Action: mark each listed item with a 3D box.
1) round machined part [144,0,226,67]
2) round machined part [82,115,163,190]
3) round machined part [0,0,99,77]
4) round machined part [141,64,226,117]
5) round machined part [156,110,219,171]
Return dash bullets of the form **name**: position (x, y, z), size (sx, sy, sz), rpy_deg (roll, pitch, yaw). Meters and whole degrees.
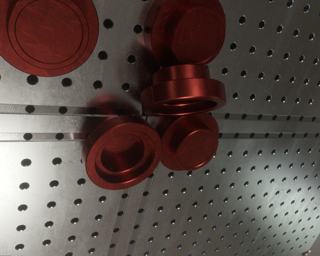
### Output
- **round machined part**: position (0.035, -0.107, 0.355), size (0.099, 0.042, 0.097), rpy_deg (-14, 125, -21)
- **round machined part**: position (-0.050, 0.027, 0.391), size (0.099, 0.042, 0.097), rpy_deg (-14, 125, -21)
- **round machined part**: position (-0.104, -0.093, 0.286), size (0.099, 0.042, 0.097), rpy_deg (-14, 125, -21)
- **round machined part**: position (0.026, -0.044, 0.366), size (0.099, 0.098, 0.042), rpy_deg (0, 80, -29)
- **round machined part**: position (0.043, 0.022, 0.439), size (0.099, 0.042, 0.097), rpy_deg (-14, 125, -21)
